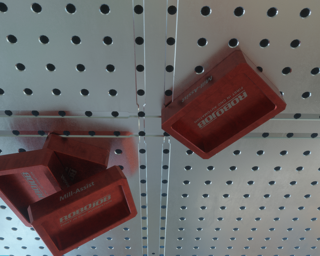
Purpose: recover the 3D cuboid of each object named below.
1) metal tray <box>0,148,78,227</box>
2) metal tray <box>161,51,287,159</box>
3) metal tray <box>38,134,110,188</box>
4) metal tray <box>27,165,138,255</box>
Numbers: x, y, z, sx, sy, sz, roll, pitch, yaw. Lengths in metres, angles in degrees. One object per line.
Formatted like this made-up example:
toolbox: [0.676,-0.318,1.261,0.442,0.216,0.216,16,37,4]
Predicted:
metal tray: [-0.174,0.090,0.441,0.090,0.030,0.129,-9,130,7]
metal tray: [0.076,-0.022,0.390,0.090,0.030,0.130,36,121,-27]
metal tray: [-0.140,0.074,0.470,0.091,0.030,0.129,19,128,-16]
metal tray: [-0.103,0.117,0.437,0.131,0.030,0.089,-24,131,-17]
